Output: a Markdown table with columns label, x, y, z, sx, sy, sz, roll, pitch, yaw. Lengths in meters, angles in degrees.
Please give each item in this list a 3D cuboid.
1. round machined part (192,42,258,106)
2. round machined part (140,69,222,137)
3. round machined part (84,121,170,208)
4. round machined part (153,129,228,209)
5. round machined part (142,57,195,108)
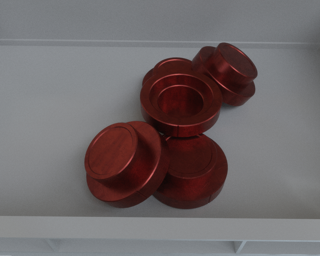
| label | x | y | z | sx | sy | sz | roll | pitch | yaw |
| --- | --- | --- | --- | --- | --- | --- | --- | --- | --- |
| round machined part | 0.097 | -0.081 | 0.434 | 0.099 | 0.042 | 0.098 | 22 | 43 | -22 |
| round machined part | 0.025 | -0.026 | 0.386 | 0.099 | 0.042 | 0.098 | 0 | 50 | 0 |
| round machined part | -0.042 | 0.033 | 0.336 | 0.098 | 0.042 | 0.098 | -18 | 50 | 23 |
| round machined part | 0.030 | 0.040 | 0.359 | 0.099 | 0.042 | 0.098 | 0 | 50 | 0 |
| round machined part | 0.024 | -0.065 | 0.446 | 0.099 | 0.042 | 0.098 | 0 | 50 | 0 |
